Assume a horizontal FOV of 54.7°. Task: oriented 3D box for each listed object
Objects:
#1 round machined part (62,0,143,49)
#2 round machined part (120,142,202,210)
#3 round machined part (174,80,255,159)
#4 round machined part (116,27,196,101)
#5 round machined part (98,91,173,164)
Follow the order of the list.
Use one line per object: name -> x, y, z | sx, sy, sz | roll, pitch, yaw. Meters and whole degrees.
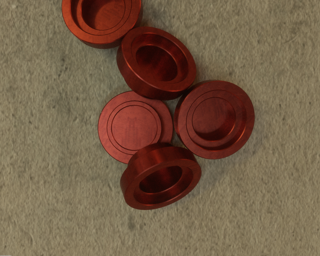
round machined part -> -0.070, -0.149, 0.397 | 0.099, 0.042, 0.097 | 0, 87, 5
round machined part -> -0.002, 0.056, 0.384 | 0.098, 0.098, 0.042 | -27, 50, 0
round machined part -> 0.065, -0.013, 0.395 | 0.099, 0.042, 0.097 | -2, 102, -10
round machined part -> -0.007, -0.075, 0.385 | 0.099, 0.042, 0.098 | 14, 56, -21
round machined part -> -0.032, 0.000, 0.401 | 0.099, 0.042, 0.097 | 0, 90, -1
